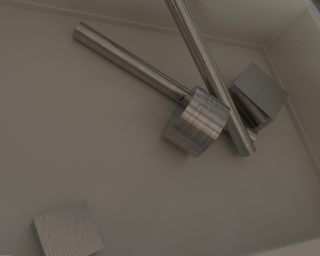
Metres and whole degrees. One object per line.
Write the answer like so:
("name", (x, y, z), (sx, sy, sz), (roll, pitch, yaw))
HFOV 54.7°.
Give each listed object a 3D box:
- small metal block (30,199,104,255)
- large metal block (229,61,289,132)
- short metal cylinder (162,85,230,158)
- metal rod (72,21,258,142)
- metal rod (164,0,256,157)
("small metal block", (-0.089, 0.103, 0.296), (0.050, 0.025, 0.050), (-14, 69, -34))
("large metal block", (0.150, -0.049, 0.503), (0.080, 0.050, 0.080), (43, 51, 1))
("short metal cylinder", (0.046, -0.009, 0.402), (0.050, 0.080, 0.080), (34, 51, -6))
("metal rod", (0.013, -0.060, 0.450), (0.301, 0.025, 0.025), (31, 52, -9))
("metal rod", (0.059, -0.093, 0.417), (0.025, 0.025, 0.299), (-39, 107, -39))
